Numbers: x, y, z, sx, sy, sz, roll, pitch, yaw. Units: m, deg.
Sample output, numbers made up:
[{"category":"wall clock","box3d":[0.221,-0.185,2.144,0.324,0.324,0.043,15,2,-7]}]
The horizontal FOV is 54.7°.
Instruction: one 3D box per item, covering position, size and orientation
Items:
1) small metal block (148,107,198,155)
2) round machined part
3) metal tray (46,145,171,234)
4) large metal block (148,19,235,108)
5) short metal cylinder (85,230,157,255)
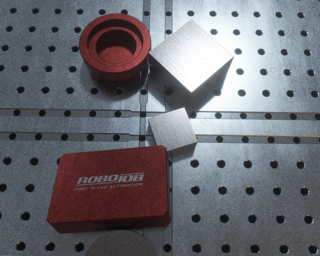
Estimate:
[{"category":"small metal block","box3d":[0.016,0.006,0.410,0.050,0.025,0.050,-17,71,-7]},{"category":"round machined part","box3d":[-0.061,-0.111,0.442,0.099,0.042,0.098,0,70,-1]},{"category":"metal tray","box3d":[-0.055,0.070,0.360,0.131,0.030,0.090,-5,50,5]},{"category":"large metal block","box3d":[0.042,-0.089,0.432,0.080,0.050,0.080,-41,75,-14]},{"category":"short metal cylinder","box3d":[-0.041,0.155,0.341,0.081,0.050,0.080,0,70,0]}]
